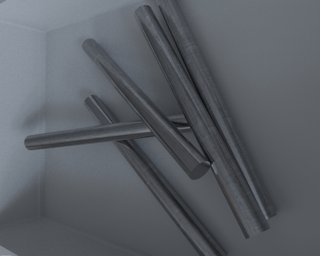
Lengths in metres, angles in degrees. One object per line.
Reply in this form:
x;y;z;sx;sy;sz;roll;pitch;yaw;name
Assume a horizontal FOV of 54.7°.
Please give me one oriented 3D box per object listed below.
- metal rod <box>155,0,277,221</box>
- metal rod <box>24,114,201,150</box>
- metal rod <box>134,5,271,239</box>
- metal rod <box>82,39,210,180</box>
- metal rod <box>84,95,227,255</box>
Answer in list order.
0.056;-0.041;0.359;0.025;0.025;0.299;-33;70;35;metal rod
-0.080;0.008;0.435;0.300;0.025;0.025;-7;86;28;metal rod
0.035;-0.026;0.348;0.025;0.025;0.299;-40;62;32;metal rod
-0.036;-0.045;0.403;0.300;0.025;0.025;49;119;39;metal rod
-0.022;0.054;0.422;0.300;0.025;0.025;48;118;29;metal rod
